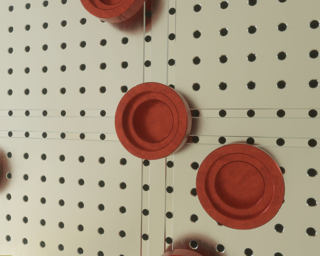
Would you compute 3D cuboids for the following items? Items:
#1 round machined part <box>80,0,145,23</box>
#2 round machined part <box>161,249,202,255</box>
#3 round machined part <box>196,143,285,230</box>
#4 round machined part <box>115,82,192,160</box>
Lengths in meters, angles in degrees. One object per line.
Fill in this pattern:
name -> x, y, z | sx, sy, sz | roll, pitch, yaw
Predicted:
round machined part -> -0.059, -0.193, 0.425 | 0.098, 0.042, 0.097 | 0, 90, 20
round machined part -> 0.033, 0.202, 0.392 | 0.098, 0.042, 0.097 | 0, 90, 20
round machined part -> 0.096, 0.066, 0.370 | 0.098, 0.042, 0.097 | 0, 90, 20
round machined part -> -0.006, -0.009, 0.406 | 0.098, 0.042, 0.097 | 0, 90, 20
